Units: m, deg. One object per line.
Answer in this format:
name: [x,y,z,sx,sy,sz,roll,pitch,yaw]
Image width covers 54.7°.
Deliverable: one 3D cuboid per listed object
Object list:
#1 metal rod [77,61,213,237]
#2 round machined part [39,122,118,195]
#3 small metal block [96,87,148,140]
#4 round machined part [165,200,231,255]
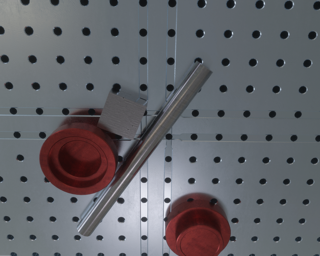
metal rod: [-0.029,0.039,0.427,0.025,0.025,0.299,33,107,-12]
round machined part: [-0.105,0.037,0.416,0.099,0.042,0.097,0,112,1]
small metal block: [-0.049,-0.019,0.406,0.050,0.025,0.050,21,109,-8]
round machined part: [0.057,0.161,0.464,0.099,0.042,0.097,0,110,0]
